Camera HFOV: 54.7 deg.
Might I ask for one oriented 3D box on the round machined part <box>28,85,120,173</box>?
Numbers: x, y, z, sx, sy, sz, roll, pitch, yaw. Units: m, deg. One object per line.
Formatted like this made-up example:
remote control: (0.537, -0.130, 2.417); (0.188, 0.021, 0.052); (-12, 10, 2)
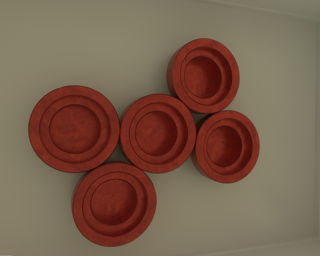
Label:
round machined part: (-0.100, 0.001, 0.362); (0.099, 0.042, 0.097); (0, 90, -20)

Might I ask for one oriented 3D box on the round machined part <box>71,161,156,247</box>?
round machined part: (-0.057, 0.088, 0.377); (0.099, 0.042, 0.097); (0, 90, -20)

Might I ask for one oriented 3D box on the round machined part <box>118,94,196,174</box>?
round machined part: (-0.007, 0.007, 0.395); (0.099, 0.042, 0.097); (0, 90, -20)

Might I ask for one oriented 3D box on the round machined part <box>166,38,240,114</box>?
round machined part: (0.054, -0.067, 0.419); (0.099, 0.042, 0.097); (0, 90, -20)

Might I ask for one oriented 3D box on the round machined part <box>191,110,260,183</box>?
round machined part: (0.085, 0.025, 0.430); (0.099, 0.042, 0.097); (0, 90, -20)
